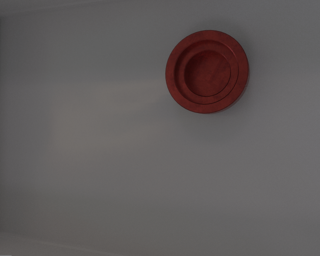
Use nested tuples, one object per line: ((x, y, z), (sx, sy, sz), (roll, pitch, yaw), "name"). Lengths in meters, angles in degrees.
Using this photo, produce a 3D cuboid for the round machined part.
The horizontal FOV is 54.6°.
((0.060, -0.065, 0.381), (0.098, 0.042, 0.097), (0, 90, 20), "round machined part")
